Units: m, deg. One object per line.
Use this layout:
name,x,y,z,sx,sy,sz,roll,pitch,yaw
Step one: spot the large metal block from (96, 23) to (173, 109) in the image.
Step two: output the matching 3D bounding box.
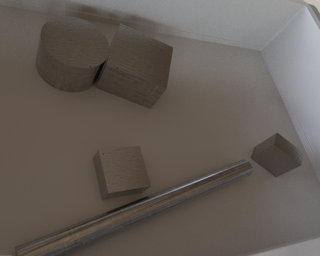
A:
large metal block,-0.033,-0.084,0.424,0.080,0.050,0.080,21,54,-17

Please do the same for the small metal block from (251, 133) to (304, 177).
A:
small metal block,0.174,0.041,0.461,0.050,0.050,0.025,37,51,-4

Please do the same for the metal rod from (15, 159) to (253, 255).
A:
metal rod,-0.001,0.086,0.353,0.303,0.025,0.025,-14,69,-34

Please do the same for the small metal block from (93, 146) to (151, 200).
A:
small metal block,-0.044,0.050,0.353,0.050,0.025,0.050,-4,64,-30

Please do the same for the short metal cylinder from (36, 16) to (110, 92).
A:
short metal cylinder,-0.110,-0.092,0.387,0.081,0.050,0.080,14,56,-21
